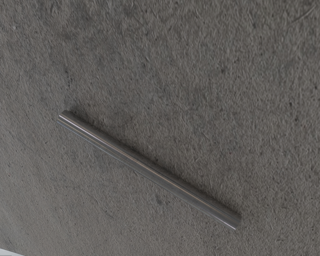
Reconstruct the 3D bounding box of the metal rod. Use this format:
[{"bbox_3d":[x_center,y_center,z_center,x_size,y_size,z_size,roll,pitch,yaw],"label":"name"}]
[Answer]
[{"bbox_3d":[-0.021,0.058,0.454,0.301,0.025,0.025,30,128,8],"label":"metal rod"}]
